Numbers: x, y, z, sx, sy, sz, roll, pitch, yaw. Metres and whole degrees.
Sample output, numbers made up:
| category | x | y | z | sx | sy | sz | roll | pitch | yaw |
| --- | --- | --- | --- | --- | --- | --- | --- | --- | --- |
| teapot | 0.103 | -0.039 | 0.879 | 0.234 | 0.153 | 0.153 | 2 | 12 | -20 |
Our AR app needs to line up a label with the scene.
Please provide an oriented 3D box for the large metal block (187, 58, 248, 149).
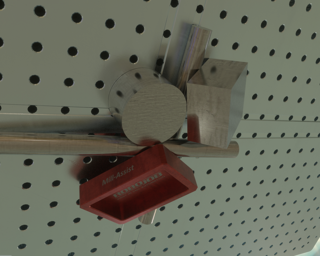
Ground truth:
| category | x | y | z | sx | sy | sz | roll | pitch | yaw |
| --- | --- | --- | --- | --- | --- | --- | --- | --- | --- |
| large metal block | 0.072 | -0.033 | 0.388 | 0.080 | 0.050 | 0.079 | -50 | 145 | -48 |

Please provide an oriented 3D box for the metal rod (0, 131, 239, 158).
| category | x | y | z | sx | sy | sz | roll | pitch | yaw |
| --- | --- | --- | --- | --- | --- | --- | --- | --- | --- |
| metal rod | -0.034 | 0.023 | 0.385 | 0.302 | 0.025 | 0.025 | 3 | 117 | -22 |

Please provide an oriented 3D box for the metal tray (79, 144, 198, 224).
| category | x | y | z | sx | sy | sz | roll | pitch | yaw |
| --- | --- | --- | --- | --- | --- | --- | --- | --- | --- |
| metal tray | -0.028 | 0.079 | 0.408 | 0.130 | 0.030 | 0.090 | -29 | 138 | 17 |

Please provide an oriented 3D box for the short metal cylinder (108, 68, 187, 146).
| category | x | y | z | sx | sy | sz | roll | pitch | yaw |
| --- | --- | --- | --- | --- | --- | --- | --- | --- | --- |
| short metal cylinder | -0.015 | -0.026 | 0.370 | 0.081 | 0.050 | 0.079 | -14 | 124 | -21 |

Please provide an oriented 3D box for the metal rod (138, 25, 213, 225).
| category | x | y | z | sx | sy | sz | roll | pitch | yaw |
| --- | --- | --- | --- | --- | --- | --- | --- | --- | --- |
| metal rod | 0.014 | 0.013 | 0.426 | 0.025 | 0.025 | 0.298 | 1 | 118 | -29 |
